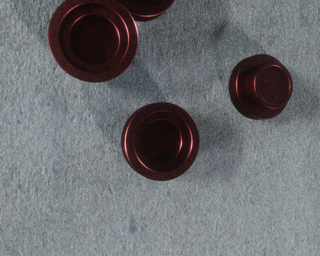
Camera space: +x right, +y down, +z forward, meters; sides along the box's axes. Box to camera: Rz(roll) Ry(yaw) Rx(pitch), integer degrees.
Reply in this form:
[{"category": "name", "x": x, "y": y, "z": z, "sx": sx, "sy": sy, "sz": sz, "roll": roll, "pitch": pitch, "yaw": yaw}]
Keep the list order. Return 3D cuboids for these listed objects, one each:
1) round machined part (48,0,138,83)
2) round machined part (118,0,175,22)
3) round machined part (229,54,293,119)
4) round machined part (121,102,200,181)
[{"category": "round machined part", "x": -0.076, "y": -0.103, "z": 0.364, "sx": 0.099, "sy": 0.042, "sz": 0.097, "roll": -2, "pitch": 100, "yaw": -9}, {"category": "round machined part", "x": -0.029, "y": -0.183, "z": 0.390, "sx": 0.099, "sy": 0.042, "sz": 0.097, "roll": 0, "pitch": 90, "yaw": -21}, {"category": "round machined part", "x": 0.155, "y": -0.061, "z": 0.459, "sx": 0.099, "sy": 0.042, "sz": 0.097, "roll": 0, "pitch": 90, "yaw": -21}, {"category": "round machined part", "x": -0.002, "y": 0.016, "z": 0.400, "sx": 0.099, "sy": 0.042, "sz": 0.097, "roll": 0, "pitch": 90, "yaw": -21}]
